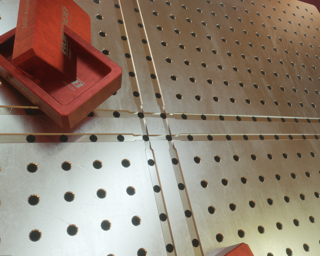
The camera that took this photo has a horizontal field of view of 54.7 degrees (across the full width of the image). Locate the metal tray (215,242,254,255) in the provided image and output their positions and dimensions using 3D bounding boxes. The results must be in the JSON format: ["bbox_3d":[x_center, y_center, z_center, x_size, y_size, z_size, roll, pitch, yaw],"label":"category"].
[{"bbox_3d":[0.063,0.192,0.324,0.131,0.030,0.090,-16,70,-35],"label":"metal tray"}]

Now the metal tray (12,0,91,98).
[{"bbox_3d":[-0.125,-0.111,0.377,0.090,0.030,0.130,35,40,-52],"label":"metal tray"}]

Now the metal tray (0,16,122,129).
[{"bbox_3d":[-0.120,-0.070,0.356,0.130,0.030,0.090,38,61,12],"label":"metal tray"}]
